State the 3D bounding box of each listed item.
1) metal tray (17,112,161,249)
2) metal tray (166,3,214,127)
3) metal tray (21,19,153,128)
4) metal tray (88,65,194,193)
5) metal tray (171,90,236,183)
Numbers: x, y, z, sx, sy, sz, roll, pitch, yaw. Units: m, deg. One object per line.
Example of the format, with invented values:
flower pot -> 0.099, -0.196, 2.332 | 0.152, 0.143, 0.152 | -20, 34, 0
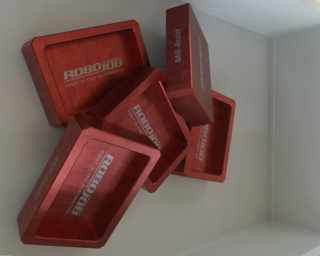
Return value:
metal tray -> -0.069, 0.058, 0.307 | 0.091, 0.030, 0.129 | 22, 105, -38
metal tray -> 0.038, -0.077, 0.390 | 0.090, 0.030, 0.130 | 44, 41, -56
metal tray -> -0.070, -0.063, 0.343 | 0.131, 0.030, 0.089 | -26, 107, -37
metal tray -> -0.015, 0.004, 0.363 | 0.090, 0.030, 0.130 | -47, 133, -22
metal tray -> 0.066, 0.011, 0.459 | 0.091, 0.030, 0.129 | 16, 80, -39
